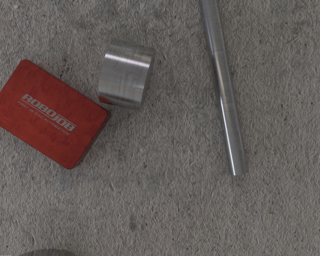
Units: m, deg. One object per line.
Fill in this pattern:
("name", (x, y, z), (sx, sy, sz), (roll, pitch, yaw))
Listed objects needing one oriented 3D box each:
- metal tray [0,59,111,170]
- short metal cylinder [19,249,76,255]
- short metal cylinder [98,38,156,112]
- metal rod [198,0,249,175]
("metal tray", (-0.143, -0.017, 0.406), (0.130, 0.030, 0.090), (33, 90, 0))
("short metal cylinder", (-0.144, 0.190, 0.381), (0.080, 0.080, 0.050), (3, 90, 0))
("short metal cylinder", (-0.039, -0.064, 0.382), (0.050, 0.080, 0.080), (14, 90, 0))
("metal rod", (0.079, -0.087, 0.410), (0.025, 0.025, 0.298), (-10, 90, 0))
